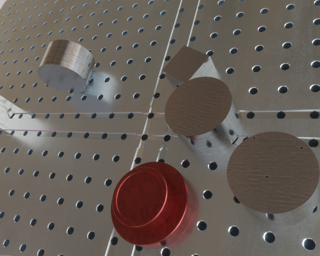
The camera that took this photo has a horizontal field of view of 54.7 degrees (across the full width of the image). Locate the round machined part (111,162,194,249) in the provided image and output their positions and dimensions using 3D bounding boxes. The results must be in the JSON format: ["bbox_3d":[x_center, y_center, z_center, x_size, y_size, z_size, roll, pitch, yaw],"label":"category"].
[{"bbox_3d":[-0.015,0.083,0.354,0.098,0.042,0.098,-13,56,21],"label":"round machined part"}]

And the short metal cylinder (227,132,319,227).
[{"bbox_3d":[0.112,0.050,0.303,0.080,0.050,0.080,-13,56,21],"label":"short metal cylinder"}]

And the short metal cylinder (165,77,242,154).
[{"bbox_3d":[0.053,-0.015,0.374,0.080,0.050,0.080,-13,56,21],"label":"short metal cylinder"}]

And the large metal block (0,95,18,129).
[{"bbox_3d":[-0.331,-0.050,0.578,0.080,0.080,0.050,22,74,36],"label":"large metal block"}]

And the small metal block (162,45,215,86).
[{"bbox_3d":[0.040,-0.084,0.439,0.050,0.025,0.050,-49,52,-7],"label":"small metal block"}]

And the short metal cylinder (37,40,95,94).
[{"bbox_3d":[-0.155,-0.100,0.516,0.080,0.080,0.050,-4,60,26],"label":"short metal cylinder"}]
